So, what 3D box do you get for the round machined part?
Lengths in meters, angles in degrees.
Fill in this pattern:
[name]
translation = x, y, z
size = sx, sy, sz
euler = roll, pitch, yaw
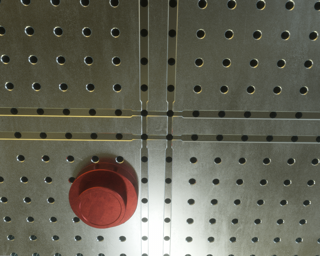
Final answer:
[round machined part]
translation = -0.081, 0.103, 0.441
size = 0.099, 0.042, 0.097
euler = 0, 110, 0
